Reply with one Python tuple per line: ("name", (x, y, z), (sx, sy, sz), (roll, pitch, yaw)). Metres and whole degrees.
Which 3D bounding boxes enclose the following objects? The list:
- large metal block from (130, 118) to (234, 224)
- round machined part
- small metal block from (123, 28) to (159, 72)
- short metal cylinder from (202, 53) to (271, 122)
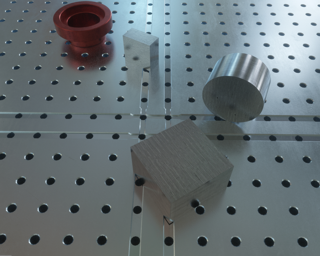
("large metal block", (0.023, 0.046, 0.353), (0.081, 0.050, 0.080), (-26, 55, -21))
("round machined part", (-0.133, -0.180, 0.546), (0.099, 0.042, 0.098), (0, 50, 0))
("small metal block", (-0.030, -0.125, 0.496), (0.050, 0.050, 0.025), (26, 55, 19))
("short metal cylinder", (0.103, -0.053, 0.418), (0.080, 0.080, 0.050), (18, 52, 14))
